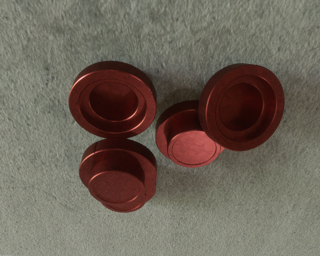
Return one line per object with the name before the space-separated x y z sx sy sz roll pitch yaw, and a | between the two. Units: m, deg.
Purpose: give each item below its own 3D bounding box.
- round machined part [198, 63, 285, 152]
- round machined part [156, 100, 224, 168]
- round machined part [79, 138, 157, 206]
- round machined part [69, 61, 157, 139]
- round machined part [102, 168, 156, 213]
round machined part | 0.089 -0.025 0.358 0.099 0.042 0.097 -5 107 -17
round machined part | 0.043 0.015 0.409 0.099 0.042 0.097 -1 130 0
round machined part | -0.053 0.062 0.393 0.099 0.042 0.097 0 130 0
round machined part | -0.053 -0.036 0.365 0.099 0.042 0.097 -1 130 0
round machined part | -0.055 0.093 0.475 0.099 0.042 0.097 -1 130 0
